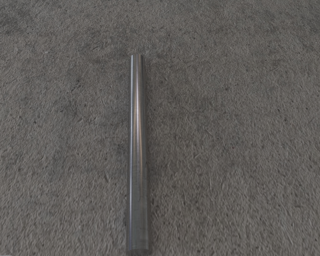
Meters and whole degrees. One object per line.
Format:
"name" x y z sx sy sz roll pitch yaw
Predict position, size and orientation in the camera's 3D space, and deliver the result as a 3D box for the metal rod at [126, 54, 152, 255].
"metal rod" -0.028 0.007 0.397 0.025 0.025 0.300 -2 50 -2
